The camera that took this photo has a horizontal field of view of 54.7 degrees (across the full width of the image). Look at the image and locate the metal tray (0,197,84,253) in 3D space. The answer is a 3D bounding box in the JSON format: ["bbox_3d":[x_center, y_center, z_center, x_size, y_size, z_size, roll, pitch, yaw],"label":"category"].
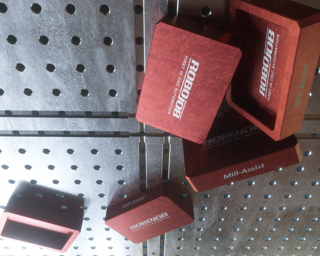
[{"bbox_3d":[-0.216,0.177,0.555,0.131,0.030,0.089,22,127,-19],"label":"metal tray"}]

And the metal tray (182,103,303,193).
[{"bbox_3d":[0.095,0.020,0.387,0.130,0.090,0.030,-20,127,16],"label":"metal tray"}]

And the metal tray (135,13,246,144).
[{"bbox_3d":[0.029,-0.050,0.349,0.090,0.030,0.129,20,129,5],"label":"metal tray"}]

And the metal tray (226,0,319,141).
[{"bbox_3d":[0.109,-0.062,0.315,0.030,0.090,0.129,-23,132,-17],"label":"metal tray"}]

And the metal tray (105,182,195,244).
[{"bbox_3d":[-0.018,0.150,0.536,0.130,0.030,0.090,-29,125,22],"label":"metal tray"}]
